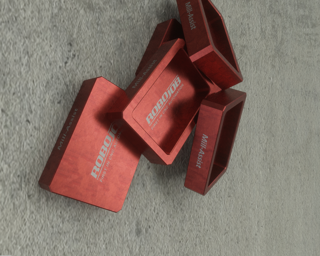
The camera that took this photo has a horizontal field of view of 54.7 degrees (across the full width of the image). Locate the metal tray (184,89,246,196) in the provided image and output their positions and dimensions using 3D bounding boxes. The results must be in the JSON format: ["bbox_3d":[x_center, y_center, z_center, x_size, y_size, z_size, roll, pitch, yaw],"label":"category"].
[{"bbox_3d":[0.076,0.017,0.425,0.091,0.030,0.129,-29,133,-53],"label":"metal tray"}]

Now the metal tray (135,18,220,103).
[{"bbox_3d":[0.036,-0.076,0.435,0.130,0.030,0.090,34,69,-35],"label":"metal tray"}]

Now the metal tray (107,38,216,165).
[{"bbox_3d":[0.008,-0.032,0.373,0.090,0.030,0.130,49,61,-29],"label":"metal tray"}]

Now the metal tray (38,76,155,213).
[{"bbox_3d":[-0.065,0.019,0.349,0.090,0.030,0.130,31,71,-36],"label":"metal tray"}]

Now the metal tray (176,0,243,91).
[{"bbox_3d":[0.065,-0.125,0.415,0.090,0.030,0.130,29,44,-47],"label":"metal tray"}]
